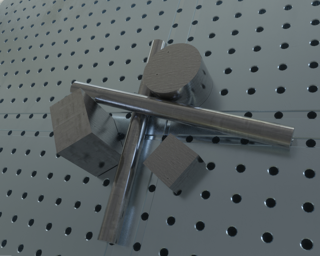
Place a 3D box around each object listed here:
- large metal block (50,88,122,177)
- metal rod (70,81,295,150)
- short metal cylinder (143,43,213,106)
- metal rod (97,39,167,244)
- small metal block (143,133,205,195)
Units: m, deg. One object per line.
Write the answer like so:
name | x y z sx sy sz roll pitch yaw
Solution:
large metal block | -0.096 0.007 0.416 0.050 0.080 0.080 -31 52 8
metal rod | 0.008 -0.023 0.392 0.301 0.025 0.025 14 69 25
short metal cylinder | 0.025 -0.067 0.419 0.080 0.050 0.080 -13 56 20
metal rod | -0.031 0.000 0.423 0.025 0.025 0.300 -1 61 27
small metal block | 0.017 0.042 0.373 0.050 0.025 0.050 -48 52 -6
